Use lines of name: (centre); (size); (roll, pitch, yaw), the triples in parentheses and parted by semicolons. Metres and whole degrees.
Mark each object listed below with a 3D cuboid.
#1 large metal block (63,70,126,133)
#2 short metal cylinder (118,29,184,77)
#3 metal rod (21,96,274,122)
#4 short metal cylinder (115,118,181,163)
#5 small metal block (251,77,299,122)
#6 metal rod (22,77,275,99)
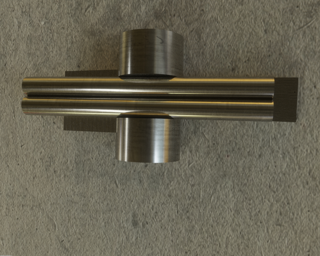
large metal block: (-0.082, -0.035, 0.426); (0.080, 0.050, 0.080); (2, 91, 20)
short metal cylinder: (-0.011, -0.086, 0.385); (0.080, 0.080, 0.050); (2, 91, 20)
metal rod: (-0.024, -0.024, 0.371); (0.301, 0.025, 0.025); (2, 91, 12)
short metal cylinder: (-0.015, 0.013, 0.386); (0.080, 0.080, 0.050); (2, 91, 20)
small metal block: (0.133, -0.033, 0.363); (0.050, 0.025, 0.050); (3, 91, 20)
metal rod: (-0.023, -0.049, 0.371); (0.301, 0.025, 0.025); (2, 91, 12)
